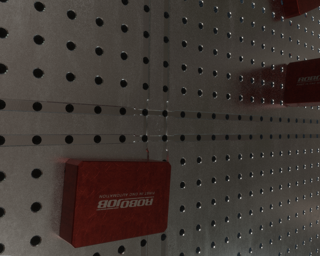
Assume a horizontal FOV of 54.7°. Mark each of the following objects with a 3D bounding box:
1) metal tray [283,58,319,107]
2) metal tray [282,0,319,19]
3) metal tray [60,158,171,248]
[{"bbox_3d":[0.316,-0.091,0.609,0.030,0.130,0.090,15,80,-40],"label":"metal tray"},{"bbox_3d":[0.306,-0.296,0.666,0.131,0.030,0.090,-31,109,-36],"label":"metal tray"},{"bbox_3d":[-0.047,0.083,0.369,0.131,0.030,0.089,6,86,-40],"label":"metal tray"}]
